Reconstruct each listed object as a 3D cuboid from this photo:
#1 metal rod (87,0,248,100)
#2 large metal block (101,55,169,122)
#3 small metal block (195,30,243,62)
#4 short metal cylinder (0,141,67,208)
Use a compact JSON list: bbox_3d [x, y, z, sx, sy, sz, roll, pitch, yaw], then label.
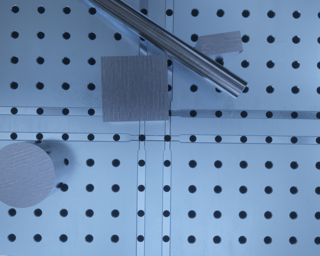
[{"bbox_3d":[-0.025,-0.129,0.385,0.300,0.025,0.025,36,90,10],"label":"metal rod"},{"bbox_3d":[-0.030,-0.048,0.400,0.081,0.050,0.079,-2,90,-1],"label":"large metal block"},{"bbox_3d":[0.074,-0.103,0.402,0.050,0.050,0.025,-9,90,-1],"label":"small metal block"},{"bbox_3d":[-0.167,0.057,0.399,0.081,0.050,0.079,0,90,-1],"label":"short metal cylinder"}]
